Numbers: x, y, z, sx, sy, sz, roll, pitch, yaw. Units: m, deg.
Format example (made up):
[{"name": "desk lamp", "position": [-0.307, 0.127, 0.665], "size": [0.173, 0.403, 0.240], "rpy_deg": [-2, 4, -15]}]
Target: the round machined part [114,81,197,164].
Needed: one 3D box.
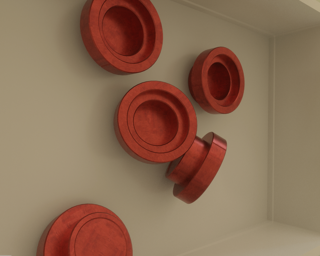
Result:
[{"name": "round machined part", "position": [-0.008, -0.004, 0.376], "size": [0.099, 0.042, 0.098], "rpy_deg": [5, 76, -20]}]

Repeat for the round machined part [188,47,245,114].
[{"name": "round machined part", "position": [0.081, -0.069, 0.466], "size": [0.099, 0.042, 0.097], "rpy_deg": [0, 90, -40]}]

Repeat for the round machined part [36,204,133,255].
[{"name": "round machined part", "position": [-0.068, 0.125, 0.314], "size": [0.099, 0.042, 0.098], "rpy_deg": [23, 49, -30]}]

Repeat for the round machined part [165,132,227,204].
[{"name": "round machined part", "position": [0.042, 0.046, 0.406], "size": [0.042, 0.098, 0.098], "rpy_deg": [32, 67, -4]}]

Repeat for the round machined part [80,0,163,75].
[{"name": "round machined part", "position": [-0.047, -0.109, 0.357], "size": [0.099, 0.042, 0.097], "rpy_deg": [0, 90, -40]}]
